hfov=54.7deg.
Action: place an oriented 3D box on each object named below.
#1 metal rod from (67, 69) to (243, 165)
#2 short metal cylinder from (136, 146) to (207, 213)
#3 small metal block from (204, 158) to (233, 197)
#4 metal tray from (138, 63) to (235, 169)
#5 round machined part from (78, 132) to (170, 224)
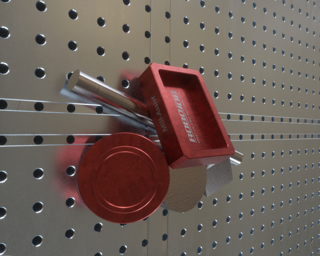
[{"bbox_3d":[0.017,-0.001,0.419,0.302,0.025,0.025,25,75,-37],"label":"metal rod"},{"bbox_3d":[0.015,0.064,0.401,0.081,0.050,0.079,0,90,-40],"label":"short metal cylinder"},{"bbox_3d":[0.077,0.065,0.456,0.050,0.025,0.050,-29,125,-20],"label":"small metal block"},{"bbox_3d":[0.033,-0.017,0.391,0.091,0.030,0.130,0,61,-41],"label":"metal tray"},{"bbox_3d":[-0.038,0.053,0.332,0.099,0.042,0.097,1,86,-7],"label":"round machined part"}]
